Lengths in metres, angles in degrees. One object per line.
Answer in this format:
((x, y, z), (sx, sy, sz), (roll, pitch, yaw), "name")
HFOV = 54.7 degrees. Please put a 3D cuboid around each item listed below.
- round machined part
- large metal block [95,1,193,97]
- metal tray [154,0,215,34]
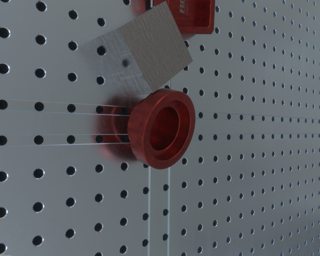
((-0.002, -0.002, 0.385), (0.099, 0.042, 0.097), (-24, 122, -43), "round machined part")
((-0.017, -0.095, 0.379), (0.080, 0.050, 0.080), (-43, 116, -32), "large metal block")
((0.035, -0.194, 0.417), (0.091, 0.030, 0.129), (-13, 111, -39), "metal tray")
